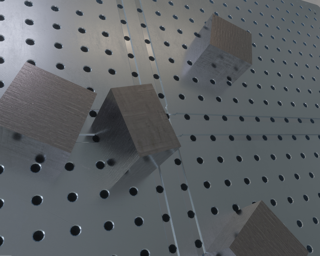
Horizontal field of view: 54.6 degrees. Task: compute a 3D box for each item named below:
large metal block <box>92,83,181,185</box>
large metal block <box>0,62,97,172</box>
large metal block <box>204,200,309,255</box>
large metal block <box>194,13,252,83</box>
[{"bbox_3d":[-0.031,0.008,0.351,0.050,0.080,0.080,-12,68,-33],"label":"large metal block"},{"bbox_3d":[-0.124,-0.011,0.332,0.080,0.050,0.080,24,53,-14],"label":"large metal block"},{"bbox_3d":[0.113,0.147,0.363,0.080,0.050,0.080,48,51,6],"label":"large metal block"},{"bbox_3d":[0.109,-0.137,0.534,0.080,0.050,0.080,22,54,-15],"label":"large metal block"}]
